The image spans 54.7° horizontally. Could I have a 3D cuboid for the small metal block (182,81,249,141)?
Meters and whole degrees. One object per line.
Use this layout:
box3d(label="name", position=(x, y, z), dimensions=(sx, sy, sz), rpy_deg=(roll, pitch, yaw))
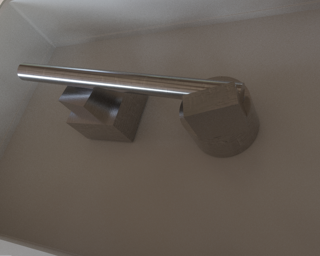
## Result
box3d(label="small metal block", position=(0.055, -0.014, 0.301), dimensions=(0.050, 0.050, 0.025), rpy_deg=(-14, 56, 20))

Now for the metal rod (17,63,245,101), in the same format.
box3d(label="metal rod", position=(-0.053, -0.056, 0.374), dimensions=(0.301, 0.025, 0.025), rpy_deg=(9, 66, 23))

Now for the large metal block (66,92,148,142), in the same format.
box3d(label="large metal block", position=(-0.073, -0.029, 0.440), dimensions=(0.080, 0.050, 0.080), rpy_deg=(3, 63, 29))

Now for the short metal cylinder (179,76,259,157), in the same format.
box3d(label="short metal cylinder", position=(0.069, -0.013, 0.358), dimensions=(0.080, 0.050, 0.080), rpy_deg=(-13, 56, 20))

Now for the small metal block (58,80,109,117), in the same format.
box3d(label="small metal block", position=(-0.101, -0.047, 0.419), dimensions=(0.050, 0.025, 0.050), rpy_deg=(14, 68, 33))
